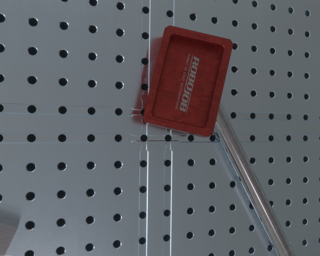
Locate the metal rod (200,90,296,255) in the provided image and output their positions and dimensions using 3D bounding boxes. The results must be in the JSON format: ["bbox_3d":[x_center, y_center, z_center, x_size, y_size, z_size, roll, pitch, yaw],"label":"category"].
[{"bbox_3d":[0.131,0.074,0.460,0.025,0.025,0.299,-31,100,-17],"label":"metal rod"}]

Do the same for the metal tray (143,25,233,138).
[{"bbox_3d":[0.036,-0.060,0.407,0.090,0.030,0.129,13,85,0],"label":"metal tray"}]

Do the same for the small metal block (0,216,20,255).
[{"bbox_3d":[-0.193,0.123,0.342,0.050,0.025,0.050,26,82,-18],"label":"small metal block"}]
